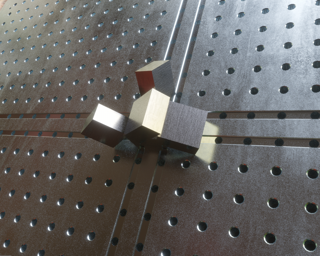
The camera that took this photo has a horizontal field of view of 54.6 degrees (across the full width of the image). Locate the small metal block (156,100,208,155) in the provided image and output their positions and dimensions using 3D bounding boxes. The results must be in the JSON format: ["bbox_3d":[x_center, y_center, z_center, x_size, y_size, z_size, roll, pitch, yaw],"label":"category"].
[{"bbox_3d":[0.027,0.000,0.381,0.050,0.025,0.050,16,66,1],"label":"small metal block"}]

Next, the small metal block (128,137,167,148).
[{"bbox_3d":[-0.011,-0.003,0.417,0.050,0.025,0.050,3,63,29],"label":"small metal block"}]

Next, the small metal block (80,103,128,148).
[{"bbox_3d":[-0.072,-0.002,0.419,0.050,0.050,0.025,-37,34,51],"label":"small metal block"}]

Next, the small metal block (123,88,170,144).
[{"bbox_3d":[-0.017,-0.014,0.379,0.050,0.025,0.050,-27,43,55],"label":"small metal block"}]

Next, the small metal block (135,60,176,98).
[{"bbox_3d":[-0.005,-0.060,0.419,0.025,0.050,0.050,3,27,30],"label":"small metal block"}]
